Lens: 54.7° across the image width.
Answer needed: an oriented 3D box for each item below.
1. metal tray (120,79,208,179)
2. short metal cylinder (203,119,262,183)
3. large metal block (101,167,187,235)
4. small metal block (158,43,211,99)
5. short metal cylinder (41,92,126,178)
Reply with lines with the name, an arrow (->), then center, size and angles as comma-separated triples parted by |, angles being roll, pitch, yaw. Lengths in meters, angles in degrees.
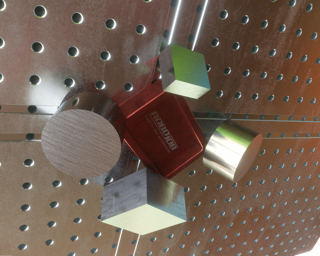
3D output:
metal tray -> 0.004, 0.008, 0.414 | 0.090, 0.030, 0.130 | -36, 129, -5
short metal cylinder -> 0.107, 0.033, 0.454 | 0.080, 0.050, 0.079 | -39, 145, -34
large metal block -> -0.022, 0.104, 0.425 | 0.080, 0.050, 0.080 | -28, 136, 29
small metal block -> 0.029, -0.066, 0.366 | 0.050, 0.050, 0.025 | 9, 151, -32
short metal cylinder -> -0.080, 0.007, 0.336 | 0.081, 0.050, 0.079 | 0, 116, 0
